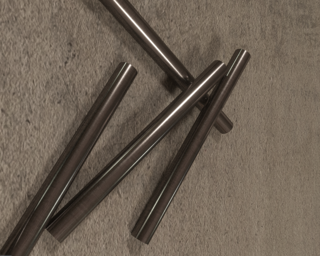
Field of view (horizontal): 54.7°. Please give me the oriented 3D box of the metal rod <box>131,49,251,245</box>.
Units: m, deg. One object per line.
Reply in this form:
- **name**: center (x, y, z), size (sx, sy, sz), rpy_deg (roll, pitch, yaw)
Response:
- **metal rod**: center (0.049, 0.015, 0.424), size (0.025, 0.025, 0.300), rpy_deg (41, 72, -33)

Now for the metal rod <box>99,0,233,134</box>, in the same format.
- **metal rod**: center (0.013, -0.087, 0.417), size (0.300, 0.025, 0.025), rpy_deg (43, 64, -32)

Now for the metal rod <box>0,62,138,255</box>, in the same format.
- **metal rod**: center (-0.103, 0.053, 0.319), size (0.025, 0.025, 0.300), rpy_deg (42, 65, -33)

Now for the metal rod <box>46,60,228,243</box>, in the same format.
- **metal rod**: center (-0.012, 0.011, 0.376), size (0.301, 0.025, 0.025), rpy_deg (-45, 118, -24)
